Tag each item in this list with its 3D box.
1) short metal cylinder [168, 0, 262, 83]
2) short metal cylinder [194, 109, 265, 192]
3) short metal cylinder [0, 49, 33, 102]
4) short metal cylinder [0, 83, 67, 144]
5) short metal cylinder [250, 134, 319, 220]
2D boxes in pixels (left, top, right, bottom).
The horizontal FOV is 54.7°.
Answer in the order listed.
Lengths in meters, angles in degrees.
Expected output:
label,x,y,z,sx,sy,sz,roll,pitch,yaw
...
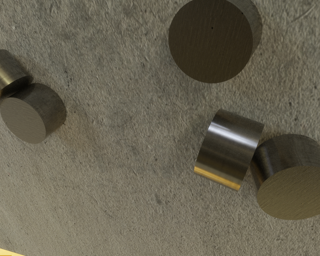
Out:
label,x,y,z,sx,sy,sz,roll,pitch,yaw
short metal cylinder,0.055,-0.091,0.305,0.080,0.050,0.079,13,124,21
short metal cylinder,0.077,0.024,0.346,0.050,0.080,0.079,22,127,16
short metal cylinder,-0.237,-0.069,0.454,0.050,0.080,0.080,49,129,-6
short metal cylinder,-0.193,-0.022,0.475,0.080,0.050,0.079,12,126,18
short metal cylinder,0.141,0.053,0.333,0.080,0.050,0.079,2,126,3
